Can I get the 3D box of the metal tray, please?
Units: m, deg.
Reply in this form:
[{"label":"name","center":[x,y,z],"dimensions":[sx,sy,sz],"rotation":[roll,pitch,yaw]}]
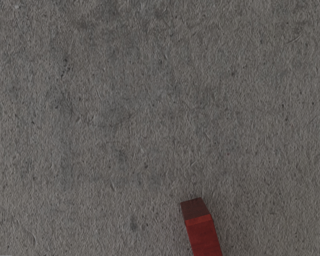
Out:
[{"label":"metal tray","center":[0.058,0.159,0.377],"dimensions":[0.030,0.090,0.129],"rotation":[-15,90,0]}]
